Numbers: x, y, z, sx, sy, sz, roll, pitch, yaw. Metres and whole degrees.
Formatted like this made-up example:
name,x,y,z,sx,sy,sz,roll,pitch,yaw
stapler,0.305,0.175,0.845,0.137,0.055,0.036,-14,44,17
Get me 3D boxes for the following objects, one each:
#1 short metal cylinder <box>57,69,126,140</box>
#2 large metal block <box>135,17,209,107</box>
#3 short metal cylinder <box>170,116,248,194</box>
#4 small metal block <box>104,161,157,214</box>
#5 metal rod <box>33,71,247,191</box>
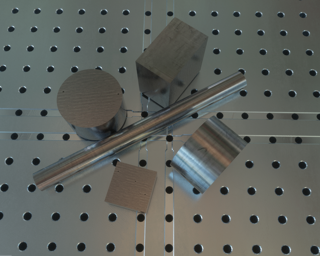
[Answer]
name,x,y,z,sx,sy,sz,roll,pitch,yaw
short metal cylinder,-0.087,-0.029,0.404,0.081,0.050,0.080,0,70,0
large metal block,0.015,-0.082,0.409,0.050,0.080,0.080,35,74,11
short metal cylinder,0.058,0.032,0.368,0.050,0.080,0.080,42,75,13
small metal block,-0.034,0.074,0.381,0.050,0.025,0.050,14,71,5
metal rod,-0.018,0.000,0.408,0.302,0.025,0.025,-27,73,-10
